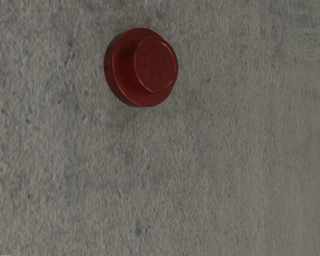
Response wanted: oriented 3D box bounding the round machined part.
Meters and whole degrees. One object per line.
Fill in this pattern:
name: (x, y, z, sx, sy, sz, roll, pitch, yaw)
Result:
round machined part: (-0.016, -0.075, 0.382, 0.099, 0.042, 0.097, 0, 90, -40)
